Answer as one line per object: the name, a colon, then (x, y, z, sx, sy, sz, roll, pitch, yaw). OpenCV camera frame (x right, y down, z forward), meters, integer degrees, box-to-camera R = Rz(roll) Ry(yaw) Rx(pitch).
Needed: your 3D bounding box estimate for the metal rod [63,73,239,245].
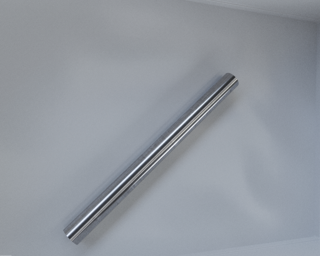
metal rod: (-0.002, 0.030, 0.409, 0.301, 0.025, 0.025, -44, 104, -15)
